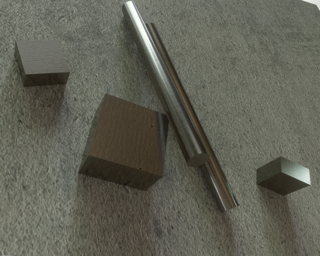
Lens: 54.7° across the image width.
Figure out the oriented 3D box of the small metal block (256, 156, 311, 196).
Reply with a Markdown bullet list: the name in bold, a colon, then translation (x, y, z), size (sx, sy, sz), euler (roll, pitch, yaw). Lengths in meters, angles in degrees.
- **small metal block**: translation (0.175, 0.070, 0.442), size (0.050, 0.050, 0.025), euler (24, 53, -14)

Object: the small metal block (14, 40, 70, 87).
- **small metal block**: translation (-0.143, -0.079, 0.376), size (0.050, 0.025, 0.050), euler (-10, 67, -33)

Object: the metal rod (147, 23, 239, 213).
- **metal rod**: translation (0.034, -0.028, 0.440), size (0.025, 0.025, 0.299), euler (-9, 67, -33)

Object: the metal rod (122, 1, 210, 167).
- **metal rod**: translation (-0.005, -0.079, 0.409), size (0.025, 0.025, 0.299), euler (1, 48, -28)

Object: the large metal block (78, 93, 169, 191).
- **large metal block**: translation (-0.040, 0.018, 0.357), size (0.081, 0.050, 0.080), euler (19, 54, -18)
